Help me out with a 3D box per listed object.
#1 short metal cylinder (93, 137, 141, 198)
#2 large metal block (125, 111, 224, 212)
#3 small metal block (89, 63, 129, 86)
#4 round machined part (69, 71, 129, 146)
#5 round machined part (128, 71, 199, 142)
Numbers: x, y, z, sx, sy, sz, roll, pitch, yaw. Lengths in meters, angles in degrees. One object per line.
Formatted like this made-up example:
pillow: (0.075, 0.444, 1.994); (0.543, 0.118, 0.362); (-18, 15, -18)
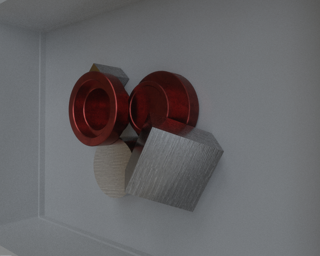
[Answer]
short metal cylinder: (-0.045, 0.051, 0.424); (0.080, 0.050, 0.079); (0, 90, 39)
large metal block: (0.012, 0.038, 0.348); (0.050, 0.080, 0.079); (-106, 37, -68)
small metal block: (-0.082, -0.064, 0.453); (0.025, 0.050, 0.050); (52, 120, 27)
round machined part: (-0.076, -0.025, 0.416); (0.098, 0.042, 0.097); (0, 90, 39)
round machined part: (-0.003, -0.024, 0.392); (0.098, 0.042, 0.097); (0, 90, 39)
